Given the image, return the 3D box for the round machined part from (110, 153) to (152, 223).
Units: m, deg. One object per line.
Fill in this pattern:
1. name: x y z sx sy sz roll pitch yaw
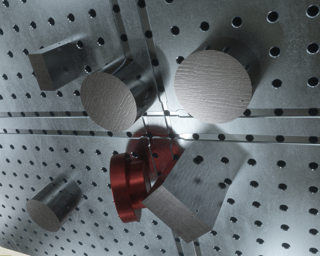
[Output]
1. round machined part: -0.037 0.083 0.443 0.042 0.098 0.097 -12 116 3

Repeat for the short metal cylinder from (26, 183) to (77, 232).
1. short metal cylinder: -0.210 0.154 0.601 0.080 0.050 0.079 13 124 21

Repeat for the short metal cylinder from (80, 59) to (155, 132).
1. short metal cylinder: -0.053 -0.042 0.397 0.080 0.050 0.079 13 124 21

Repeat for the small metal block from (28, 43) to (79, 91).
1. small metal block: -0.143 -0.083 0.419 0.025 0.050 0.050 4 120 26

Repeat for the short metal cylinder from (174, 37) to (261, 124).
1. short metal cylinder: 0.062 -0.051 0.331 0.080 0.050 0.079 13 124 21

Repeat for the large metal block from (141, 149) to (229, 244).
1. large metal block: 0.035 0.089 0.412 0.080 0.080 0.050 42 129 -1
